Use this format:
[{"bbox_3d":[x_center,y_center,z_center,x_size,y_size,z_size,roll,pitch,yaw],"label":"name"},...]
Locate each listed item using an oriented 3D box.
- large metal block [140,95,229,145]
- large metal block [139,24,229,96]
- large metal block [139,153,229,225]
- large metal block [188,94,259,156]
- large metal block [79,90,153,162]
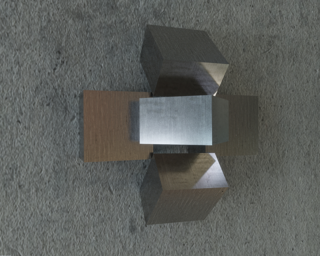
[{"bbox_3d":[0.031,-0.008,0.358,0.080,0.080,0.050,0,91,24],"label":"large metal block"},{"bbox_3d":[0.026,-0.083,0.385,0.081,0.080,0.050,0,134,-20],"label":"large metal block"},{"bbox_3d":[0.026,0.076,0.385,0.081,0.079,0.050,1,47,-19],"label":"large metal block"},{"bbox_3d":[0.087,-0.004,0.427,0.081,0.050,0.079,0,90,-21],"label":"large metal block"},{"bbox_3d":[-0.055,-0.003,0.377,0.081,0.050,0.079,-1,90,-21],"label":"large metal block"}]
